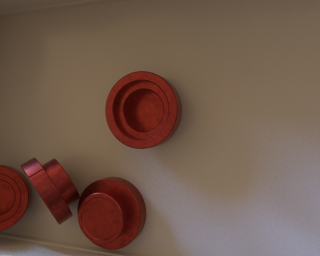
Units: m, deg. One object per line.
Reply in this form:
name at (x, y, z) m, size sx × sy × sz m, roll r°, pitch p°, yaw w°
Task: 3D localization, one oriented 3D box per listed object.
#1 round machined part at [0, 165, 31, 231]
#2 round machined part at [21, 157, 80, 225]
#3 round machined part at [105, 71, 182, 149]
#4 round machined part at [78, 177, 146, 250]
round machined part at (-0.248, 0.105, 0.472) m, size 0.099 × 0.042 × 0.097 m, roll 1°, pitch 86°, yaw -12°
round machined part at (-0.149, 0.082, 0.433) m, size 0.042 × 0.098 × 0.098 m, roll -33°, pitch 77°, yaw -24°
round machined part at (-0.018, -0.022, 0.407) m, size 0.098 × 0.042 × 0.097 m, roll 0°, pitch 90°, yaw 19°
round machined part at (-0.072, 0.119, 0.426) m, size 0.098 × 0.042 × 0.097 m, roll 0°, pitch 90°, yaw 19°
